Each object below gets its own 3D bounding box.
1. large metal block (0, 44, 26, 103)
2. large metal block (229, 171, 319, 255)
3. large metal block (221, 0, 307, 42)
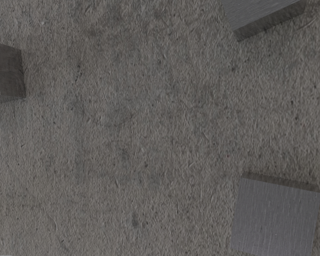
[{"bbox_3d":[-0.267,-0.082,0.490,0.080,0.050,0.080,-9,87,19],"label":"large metal block"},{"bbox_3d":[0.128,0.099,0.350,0.080,0.050,0.079,9,93,19],"label":"large metal block"},{"bbox_3d":[0.111,-0.158,0.356,0.080,0.050,0.080,-21,83,18],"label":"large metal block"}]
